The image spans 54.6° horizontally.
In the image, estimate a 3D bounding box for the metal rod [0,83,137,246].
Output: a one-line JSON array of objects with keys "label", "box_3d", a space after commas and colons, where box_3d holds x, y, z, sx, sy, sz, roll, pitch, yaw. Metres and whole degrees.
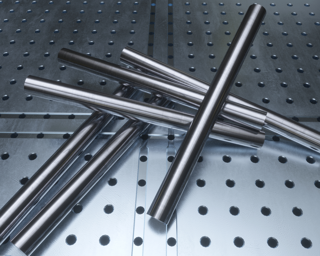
[{"label": "metal rod", "box_3d": [-0.109, 0.026, 0.385, 0.025, 0.025, 0.301, 23, 54, 18]}]

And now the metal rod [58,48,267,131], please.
[{"label": "metal rod", "box_3d": [-0.008, -0.057, 0.422, 0.301, 0.025, 0.025, 20, 53, 15]}]

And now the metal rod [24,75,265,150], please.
[{"label": "metal rod", "box_3d": [-0.017, -0.019, 0.392, 0.301, 0.025, 0.025, 13, 51, -2]}]

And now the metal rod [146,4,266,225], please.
[{"label": "metal rod", "box_3d": [0.064, -0.030, 0.372, 0.025, 0.025, 0.300, 22, 72, 17]}]

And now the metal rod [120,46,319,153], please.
[{"label": "metal rod", "box_3d": [0.081, -0.042, 0.420, 0.301, 0.025, 0.025, 26, 55, 12]}]

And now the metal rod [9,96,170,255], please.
[{"label": "metal rod", "box_3d": [-0.055, 0.024, 0.387, 0.025, 0.025, 0.301, 27, 55, 21]}]
